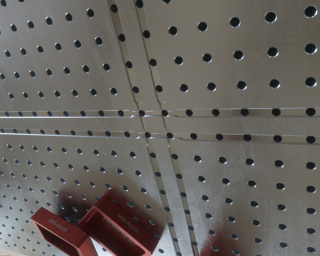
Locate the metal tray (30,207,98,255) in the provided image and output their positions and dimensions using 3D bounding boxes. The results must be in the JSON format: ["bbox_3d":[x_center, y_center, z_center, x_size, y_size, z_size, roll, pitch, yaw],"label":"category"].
[{"bbox_3d":[-0.191,0.218,0.618,0.130,0.030,0.089,19,137,25],"label":"metal tray"}]

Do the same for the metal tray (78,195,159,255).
[{"bbox_3d":[-0.078,0.191,0.564,0.130,0.030,0.089,40,129,0],"label":"metal tray"}]
